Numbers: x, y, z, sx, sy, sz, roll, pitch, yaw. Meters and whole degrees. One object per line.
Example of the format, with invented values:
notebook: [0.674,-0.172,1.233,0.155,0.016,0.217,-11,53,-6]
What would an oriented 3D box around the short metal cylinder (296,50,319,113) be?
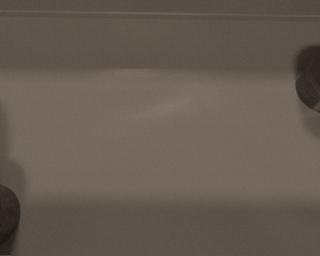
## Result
short metal cylinder: [0.236,-0.065,0.423,0.081,0.050,0.080,0,70,0]

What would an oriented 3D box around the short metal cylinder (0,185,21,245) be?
short metal cylinder: [-0.212,0.100,0.357,0.081,0.050,0.080,0,70,0]
